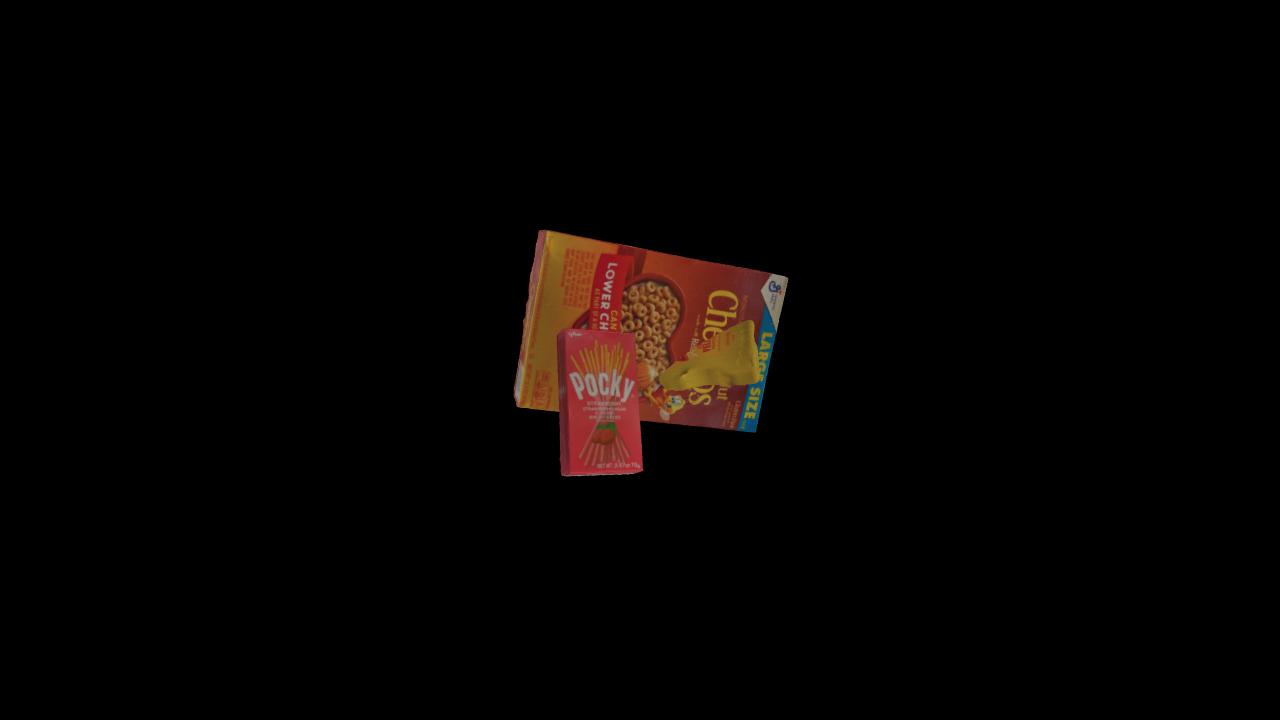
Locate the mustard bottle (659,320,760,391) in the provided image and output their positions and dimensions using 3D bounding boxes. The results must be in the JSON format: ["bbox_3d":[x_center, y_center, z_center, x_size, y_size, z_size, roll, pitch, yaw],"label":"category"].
[{"bbox_3d":[0.050,0.000,0.749,0.184,0.092,0.054,-7,-40,15],"label":"mustard bottle"}]

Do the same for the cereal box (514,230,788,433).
[{"bbox_3d":[0.015,-0.030,0.745,0.306,0.203,0.081,8,9,-17],"label":"cereal box"}]

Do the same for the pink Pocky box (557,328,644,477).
[{"bbox_3d":[-0.043,0.044,0.656,0.084,0.155,0.029,3,-15,-26],"label":"pink Pocky box"}]
